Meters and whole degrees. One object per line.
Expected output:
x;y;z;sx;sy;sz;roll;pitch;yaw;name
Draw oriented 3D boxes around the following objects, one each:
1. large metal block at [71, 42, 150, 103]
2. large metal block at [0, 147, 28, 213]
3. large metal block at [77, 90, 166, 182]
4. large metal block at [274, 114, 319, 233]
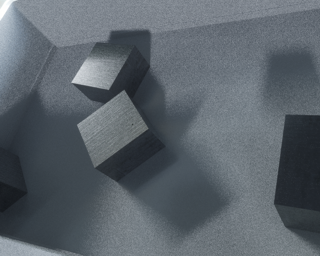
-0.075;-0.083;0.481;0.080;0.050;0.080;14;69;34;large metal block
-0.254;0.069;0.462;0.050;0.080;0.080;-38;51;3;large metal block
-0.052;0.010;0.411;0.080;0.050;0.080;-36;51;4;large metal block
0.137;0.043;0.272;0.050;0.080;0.080;3;63;30;large metal block
